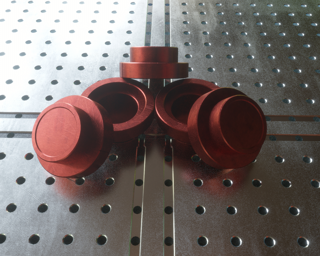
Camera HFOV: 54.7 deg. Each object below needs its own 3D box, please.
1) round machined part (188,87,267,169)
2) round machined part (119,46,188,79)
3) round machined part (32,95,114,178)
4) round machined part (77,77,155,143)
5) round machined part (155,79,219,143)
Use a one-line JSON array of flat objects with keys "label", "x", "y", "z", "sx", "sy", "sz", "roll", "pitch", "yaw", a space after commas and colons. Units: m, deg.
[{"label": "round machined part", "x": 0.085, "y": -0.001, "z": 0.364, "sx": 0.099, "sy": 0.042, "sz": 0.097, "roll": 5, "pitch": 79, "yaw": -25}, {"label": "round machined part", "x": -0.009, "y": -0.094, "z": 0.442, "sx": 0.099, "sy": 0.042, "sz": 0.098, "roll": 0, "pitch": 12, "yaw": 0}, {"label": "round machined part", "x": -0.107, "y": 0.008, "z": 0.358, "sx": 0.098, "sy": 0.042, "sz": 0.098, "roll": -5, "pitch": 76, "yaw": 21}, {"label": "round machined part", "x": -0.056, "y": -0.019, "z": 0.411, "sx": 0.099, "sy": 0.042, "sz": 0.098, "roll": 0, "pitch": 50, "yaw": 0}, {"label": "round machined part", "x": 0.043, "y": -0.018, "z": 0.412, "sx": 0.099, "sy": 0.042, "sz": 0.098, "roll": 0, "pitch": 50, "yaw": 0}]
